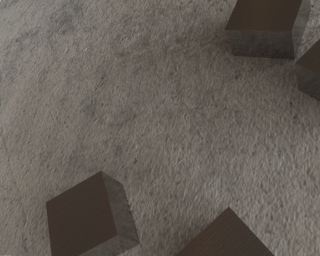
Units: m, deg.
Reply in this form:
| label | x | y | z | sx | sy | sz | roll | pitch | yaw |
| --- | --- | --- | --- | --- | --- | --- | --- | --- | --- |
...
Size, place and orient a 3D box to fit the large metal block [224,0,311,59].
| label | x | y | z | sx | sy | sz | roll | pitch | yaw |
| --- | --- | --- | --- | --- | --- | --- | --- | --- | --- |
| large metal block | 0.140 | -0.138 | 0.399 | 0.080 | 0.050 | 0.080 | 13 | 68 | 33 |

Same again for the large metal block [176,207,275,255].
| label | x | y | z | sx | sy | sz | roll | pitch | yaw |
| --- | --- | --- | --- | --- | --- | --- | --- | --- | --- |
| large metal block | 0.064 | 0.132 | 0.273 | 0.080 | 0.050 | 0.080 | -42 | 51 | -1 |

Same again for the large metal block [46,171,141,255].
| label | x | y | z | sx | sy | sz | roll | pitch | yaw |
| --- | --- | --- | --- | --- | --- | --- | --- | --- | --- |
| large metal block | -0.079 | 0.110 | 0.360 | 0.080 | 0.050 | 0.080 | -30 | 52 | 8 |

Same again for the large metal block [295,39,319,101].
| label | x | y | z | sx | sy | sz | roll | pitch | yaw |
| --- | --- | --- | --- | --- | --- | --- | --- | --- | --- |
| large metal block | 0.203 | -0.063 | 0.320 | 0.080 | 0.050 | 0.080 | -45 | 51 | -3 |
